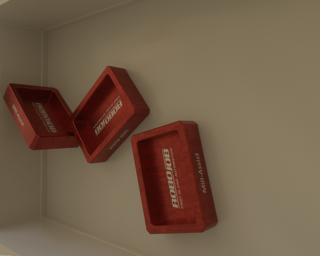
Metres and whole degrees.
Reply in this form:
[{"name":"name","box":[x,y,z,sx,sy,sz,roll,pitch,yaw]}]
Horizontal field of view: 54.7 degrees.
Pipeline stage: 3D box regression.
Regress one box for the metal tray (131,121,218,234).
[{"name":"metal tray","box":[0.014,0.063,0.391,0.090,0.030,0.129,-18,79,38]}]

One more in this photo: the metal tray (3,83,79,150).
[{"name":"metal tray","box":[-0.196,-0.021,0.526,0.130,0.091,0.030,51,120,28]}]

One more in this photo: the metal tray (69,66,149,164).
[{"name":"metal tray","box":[-0.082,-0.018,0.471,0.129,0.030,0.090,-46,63,30]}]
